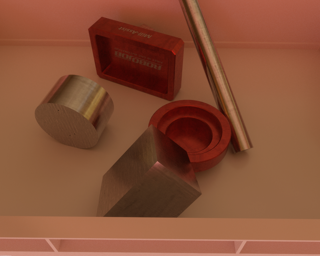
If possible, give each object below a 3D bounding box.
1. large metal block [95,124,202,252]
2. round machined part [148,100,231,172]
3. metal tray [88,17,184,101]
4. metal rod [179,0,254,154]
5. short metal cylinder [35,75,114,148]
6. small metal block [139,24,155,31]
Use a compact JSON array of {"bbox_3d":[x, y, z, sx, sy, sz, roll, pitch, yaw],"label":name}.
[{"bbox_3d":[-0.013,0.054,0.299,0.050,0.080,0.080,39,14,-18],"label":"large metal block"},{"bbox_3d":[0.035,0.014,0.383,0.099,0.042,0.098,0,50,0],"label":"round machined part"},{"bbox_3d":[-0.033,-0.098,0.444,0.130,0.089,0.030,20,53,15],"label":"metal tray"},{"bbox_3d":[0.060,-0.111,0.415,0.025,0.025,0.299,-15,78,-13],"label":"metal rod"},{"bbox_3d":[-0.104,-0.019,0.384,0.080,0.080,0.050,13,51,10],"label":"short metal cylinder"},{"bbox_3d":[-0.034,-0.131,0.499,0.025,0.050,0.050,36,58,26],"label":"small metal block"}]
